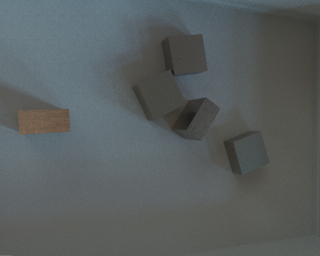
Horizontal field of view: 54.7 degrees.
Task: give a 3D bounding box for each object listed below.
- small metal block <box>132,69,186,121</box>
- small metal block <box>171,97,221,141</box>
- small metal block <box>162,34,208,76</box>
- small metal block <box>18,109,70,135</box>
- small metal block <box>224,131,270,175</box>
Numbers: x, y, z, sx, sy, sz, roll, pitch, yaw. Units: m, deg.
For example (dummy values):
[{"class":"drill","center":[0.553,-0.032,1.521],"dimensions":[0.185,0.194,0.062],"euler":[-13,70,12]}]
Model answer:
[{"class":"small metal block","center":[-0.001,-0.043,0.411],"dimensions":[0.050,0.025,0.050],"euler":[-28,100,-18]},{"class":"small metal block","center":[0.047,-0.012,0.416],"dimensions":[0.025,0.050,0.050],"euler":[35,79,-17]},{"class":"small metal block","center":[0.034,-0.099,0.424],"dimensions":[0.050,0.025,0.050],"euler":[-11,94,-20]},{"class":"small metal block","center":[-0.130,-0.007,0.350],"dimensions":[0.050,0.050,0.025],"euler":[-3,91,-20]},{"class":"small metal block","center":[0.129,0.036,0.460],"dimensions":[0.050,0.025,0.050],"euler":[-19,97,-19]}]
